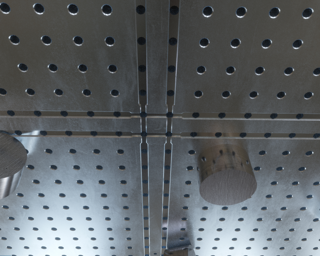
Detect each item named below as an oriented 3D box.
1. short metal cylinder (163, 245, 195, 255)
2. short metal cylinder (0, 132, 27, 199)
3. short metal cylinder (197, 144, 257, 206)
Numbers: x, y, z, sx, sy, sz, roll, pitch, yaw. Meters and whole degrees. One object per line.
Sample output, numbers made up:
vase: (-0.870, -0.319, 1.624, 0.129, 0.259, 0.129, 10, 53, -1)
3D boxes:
short metal cylinder: (0.043, 0.277, 0.612, 0.050, 0.080, 0.080, -16, 129, 13)
short metal cylinder: (-0.227, 0.051, 0.416, 0.080, 0.080, 0.050, 21, 127, -17)
short metal cylinder: (0.096, 0.069, 0.455, 0.081, 0.050, 0.079, 0, 130, 0)
